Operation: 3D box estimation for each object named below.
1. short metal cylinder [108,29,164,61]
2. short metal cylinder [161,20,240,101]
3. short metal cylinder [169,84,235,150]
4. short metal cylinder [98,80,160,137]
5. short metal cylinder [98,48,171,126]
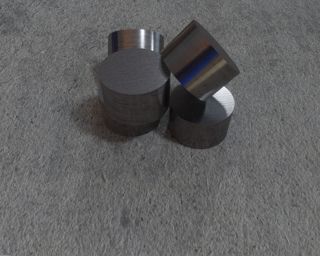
[{"bbox_3d":[-0.035,-0.105,0.449,0.081,0.080,0.050,0,89,-1],"label":"short metal cylinder"},{"bbox_3d":[0.047,-0.078,0.361,0.050,0.080,0.080,-41,49,22],"label":"short metal cylinder"},{"bbox_3d":[0.052,-0.019,0.404,0.081,0.050,0.080,0,50,0],"label":"short metal cylinder"},{"bbox_3d":[-0.039,-0.034,0.416,0.081,0.050,0.080,0,50,0],"label":"short metal cylinder"},{"bbox_3d":[-0.028,-0.049,0.364,0.081,0.050,0.080,0,50,0],"label":"short metal cylinder"}]
